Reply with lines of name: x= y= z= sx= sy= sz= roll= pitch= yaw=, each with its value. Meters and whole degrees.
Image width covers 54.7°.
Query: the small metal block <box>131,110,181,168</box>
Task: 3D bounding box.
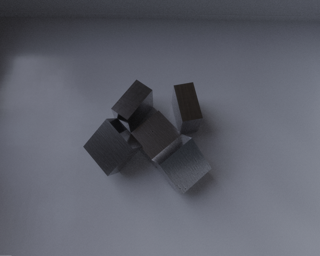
small metal block: x=-0.004 y=0.014 z=0.402 sx=0.050 sy=0.025 sz=0.050 roll=-40 pitch=75 yaw=-14

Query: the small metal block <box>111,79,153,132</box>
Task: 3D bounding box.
small metal block: x=-0.034 y=-0.027 z=0.403 sx=0.025 sy=0.050 sz=0.050 roll=35 pitch=74 yaw=12

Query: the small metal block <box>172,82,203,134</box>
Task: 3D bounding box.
small metal block: x=0.034 y=-0.024 z=0.403 sx=0.025 sy=0.050 sz=0.050 roll=-10 pitch=70 yaw=-5

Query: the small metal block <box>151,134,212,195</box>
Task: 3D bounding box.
small metal block: x=0.027 y=0.044 z=0.378 sx=0.050 sy=0.025 sz=0.050 roll=-39 pitch=112 yaw=-14

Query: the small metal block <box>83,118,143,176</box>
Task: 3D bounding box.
small metal block: x=-0.059 y=0.023 z=0.386 sx=0.050 sy=0.025 sz=0.050 roll=47 pitch=109 yaw=14
